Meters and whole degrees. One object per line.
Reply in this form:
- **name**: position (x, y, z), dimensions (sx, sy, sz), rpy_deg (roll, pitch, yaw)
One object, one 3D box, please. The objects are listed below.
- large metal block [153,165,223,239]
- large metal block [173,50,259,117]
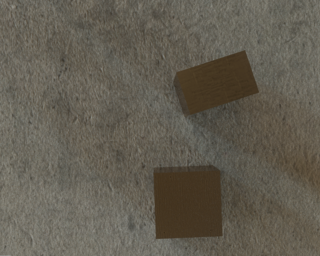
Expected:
- **large metal block**: position (0.034, 0.092, 0.398), dimensions (0.081, 0.050, 0.079), rpy_deg (-2, 90, -1)
- **large metal block**: position (0.064, -0.051, 0.383), dimensions (0.080, 0.080, 0.050), rpy_deg (-18, 90, 0)
